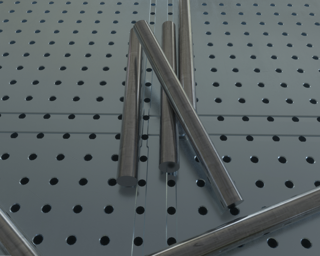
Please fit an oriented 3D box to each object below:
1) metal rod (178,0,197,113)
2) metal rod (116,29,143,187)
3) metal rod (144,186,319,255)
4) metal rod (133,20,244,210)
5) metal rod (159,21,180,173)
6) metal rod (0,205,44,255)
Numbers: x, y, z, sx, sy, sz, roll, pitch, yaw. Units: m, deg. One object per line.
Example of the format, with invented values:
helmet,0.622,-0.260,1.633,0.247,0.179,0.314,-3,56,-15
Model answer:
metal rod,0.043,-0.135,0.520,0.025,0.025,0.300,1,50,1
metal rod,-0.039,-0.054,0.452,0.025,0.025,0.300,0,50,0
metal rod,0.103,0.100,0.324,0.302,0.025,0.025,-17,52,-14
metal rod,0.025,-0.036,0.408,0.025,0.025,0.299,-17,61,-14
metal rod,0.013,-0.068,0.465,0.025,0.025,0.300,1,50,1
metal rod,-0.184,0.089,0.332,0.300,0.025,0.025,35,58,25
